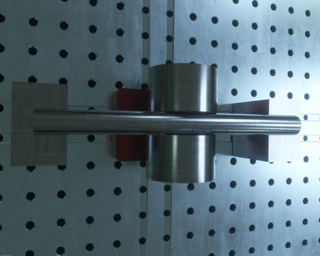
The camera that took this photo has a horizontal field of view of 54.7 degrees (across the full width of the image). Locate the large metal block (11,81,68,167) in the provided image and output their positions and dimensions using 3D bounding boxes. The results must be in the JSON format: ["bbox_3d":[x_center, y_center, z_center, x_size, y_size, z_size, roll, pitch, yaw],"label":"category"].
[{"bbox_3d":[-0.129,-0.004,0.335,0.050,0.080,0.080,1,90,-20],"label":"large metal block"}]

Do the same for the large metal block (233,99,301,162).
[{"bbox_3d":[0.147,0.003,0.436,0.050,0.080,0.080,1,90,-20],"label":"large metal block"}]

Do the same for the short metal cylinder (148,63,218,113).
[{"bbox_3d":[0.026,-0.043,0.361,0.081,0.080,0.050,1,90,-20],"label":"short metal cylinder"}]

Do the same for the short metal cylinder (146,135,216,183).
[{"bbox_3d":[0.024,0.032,0.360,0.081,0.080,0.050,1,90,-20],"label":"short metal cylinder"}]

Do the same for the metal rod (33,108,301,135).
[{"bbox_3d":[0.026,-0.005,0.336,0.302,0.025,0.025,1,90,-20],"label":"metal rod"}]

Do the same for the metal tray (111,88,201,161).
[{"bbox_3d":[0.004,-0.003,0.411,0.131,0.030,0.089,1,90,-20],"label":"metal tray"}]
